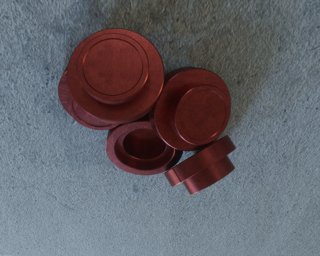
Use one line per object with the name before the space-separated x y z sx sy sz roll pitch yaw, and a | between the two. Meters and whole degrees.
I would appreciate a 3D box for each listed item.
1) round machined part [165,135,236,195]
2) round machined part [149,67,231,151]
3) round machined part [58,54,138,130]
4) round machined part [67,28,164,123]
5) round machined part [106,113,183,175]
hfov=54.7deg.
round machined part | 0.058 0.052 0.407 0.098 0.099 0.042 -35 81 26
round machined part | 0.040 -0.019 0.353 0.099 0.042 0.097 -6 108 -20
round machined part | -0.071 -0.036 0.368 0.099 0.042 0.097 -1 130 0
round machined part | -0.045 -0.055 0.312 0.099 0.097 0.042 1 172 -1
round machined part | -0.020 0.015 0.410 0.099 0.042 0.097 -1 130 0
